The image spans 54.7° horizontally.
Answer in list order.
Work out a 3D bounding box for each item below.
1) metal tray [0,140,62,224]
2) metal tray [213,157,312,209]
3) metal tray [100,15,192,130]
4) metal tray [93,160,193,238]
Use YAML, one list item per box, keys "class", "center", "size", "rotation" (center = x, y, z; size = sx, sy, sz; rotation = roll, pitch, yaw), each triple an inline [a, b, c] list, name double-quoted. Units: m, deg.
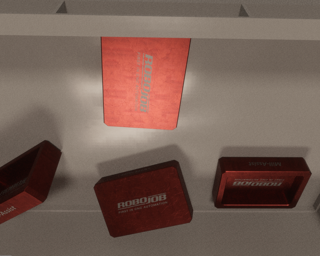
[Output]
- class: "metal tray"
  center: [-0.203, 0.081, 0.432]
  size: [0.130, 0.090, 0.030]
  rotation: [-28, 125, 21]
- class: "metal tray"
  center: [0.153, 0.087, 0.481]
  size: [0.131, 0.030, 0.089]
  rotation: [0, 130, -1]
- class: "metal tray"
  center: [-0.019, -0.058, 0.356]
  size: [0.091, 0.030, 0.129]
  rotation: [4, 130, -4]
- class: "metal tray"
  center: [-0.024, 0.108, 0.470]
  size: [0.130, 0.030, 0.089]
  rotation: [-15, 98, 12]
